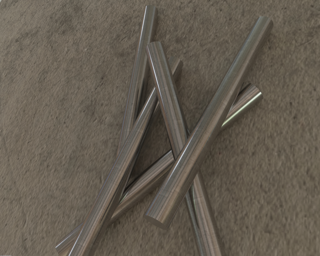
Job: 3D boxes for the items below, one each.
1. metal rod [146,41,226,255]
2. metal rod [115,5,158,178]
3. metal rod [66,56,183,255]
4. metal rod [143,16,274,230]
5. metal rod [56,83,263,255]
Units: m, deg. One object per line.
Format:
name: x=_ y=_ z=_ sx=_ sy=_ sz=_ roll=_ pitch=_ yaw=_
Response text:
metal rod: x=0.026 y=0.025 z=0.343 sx=0.025 sy=0.025 sz=0.299 roll=-21 pitch=63 yaw=15
metal rod: x=-0.031 y=-0.071 z=0.462 sx=0.025 sy=0.025 sz=0.299 roll=-7 pitch=58 yaw=24
metal rod: x=-0.034 y=0.026 z=0.380 sx=0.025 sy=0.025 sz=0.300 roll=7 pitch=57 yaw=31
metal rod: x=0.068 y=-0.027 z=0.347 sx=0.025 sy=0.025 sz=0.301 roll=13 pitch=57 yaw=33
metal rod: x=-0.001 y=0.052 z=0.371 sx=0.300 sy=0.025 sz=0.025 roll=-40 pitch=51 yaw=0
